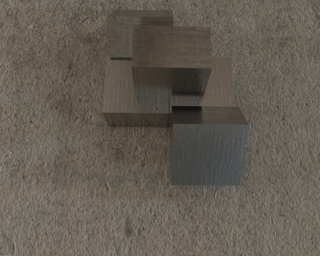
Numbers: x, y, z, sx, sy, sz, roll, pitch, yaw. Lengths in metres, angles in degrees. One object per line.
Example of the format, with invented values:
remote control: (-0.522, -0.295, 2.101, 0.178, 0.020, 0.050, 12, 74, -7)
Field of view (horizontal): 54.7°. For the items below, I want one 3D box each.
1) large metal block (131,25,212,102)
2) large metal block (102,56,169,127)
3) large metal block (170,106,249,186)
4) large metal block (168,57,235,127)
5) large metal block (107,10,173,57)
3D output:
large metal block: (0.012, -0.070, 0.353, 0.081, 0.080, 0.050, 1, 70, 0)
large metal block: (-0.029, -0.047, 0.411, 0.081, 0.050, 0.080, 1, 70, 0)
large metal block: (0.054, 0.021, 0.367, 0.081, 0.079, 0.050, 1, 26, -1)
large metal block: (0.052, -0.047, 0.412, 0.081, 0.050, 0.080, 1, 70, 0)
large metal block: (-0.024, -0.130, 0.421, 0.081, 0.050, 0.080, 0, 26, 0)
